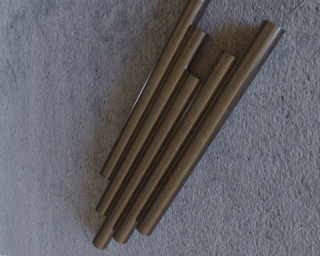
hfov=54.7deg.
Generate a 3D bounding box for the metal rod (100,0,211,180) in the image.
[{"bbox_3d":[-0.012,-0.049,0.414,0.025,0.025,0.298,44,116,31],"label":"metal rod"}]

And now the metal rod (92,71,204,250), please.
[{"bbox_3d":[-0.025,0.058,0.425,0.025,0.025,0.298,44,116,31],"label":"metal rod"}]

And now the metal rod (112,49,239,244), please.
[{"bbox_3d":[0.010,0.039,0.396,0.025,0.025,0.298,44,116,31],"label":"metal rod"}]

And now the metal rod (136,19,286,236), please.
[{"bbox_3d":[0.046,0.017,0.366,0.025,0.025,0.298,44,116,31],"label":"metal rod"}]

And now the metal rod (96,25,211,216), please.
[{"bbox_3d":[-0.019,0.005,0.420,0.025,0.025,0.298,44,116,31],"label":"metal rod"}]
